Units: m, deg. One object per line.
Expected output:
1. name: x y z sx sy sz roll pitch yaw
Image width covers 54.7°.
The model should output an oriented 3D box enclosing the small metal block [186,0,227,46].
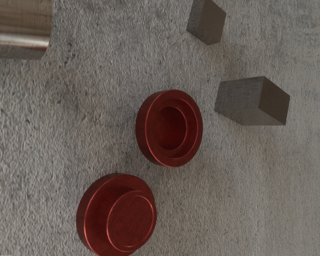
1. small metal block: 0.070 -0.160 0.466 0.050 0.025 0.050 22 76 -38

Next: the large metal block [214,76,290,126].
1. large metal block: 0.147 -0.040 0.495 0.080 0.080 0.050 23 76 -38

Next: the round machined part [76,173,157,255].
1. round machined part: -0.042 0.104 0.360 0.099 0.042 0.097 0 90 -40

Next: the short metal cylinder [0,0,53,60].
1. short metal cylinder: -0.131 -0.099 0.260 0.050 0.080 0.079 -6 94 -40

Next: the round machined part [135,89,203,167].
1. round machined part: 0.007 0.000 0.402 0.099 0.042 0.097 0 90 -40
